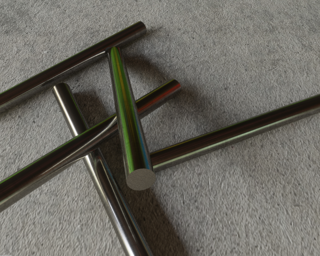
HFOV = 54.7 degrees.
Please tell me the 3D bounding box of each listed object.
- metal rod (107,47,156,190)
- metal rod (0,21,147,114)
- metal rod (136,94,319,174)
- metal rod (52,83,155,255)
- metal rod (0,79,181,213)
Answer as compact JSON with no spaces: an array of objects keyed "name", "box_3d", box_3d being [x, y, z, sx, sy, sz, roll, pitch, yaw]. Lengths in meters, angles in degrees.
[{"name":"metal rod","box_3d":[-0.045,-0.039,0.384,0.025,0.025,0.300,-9,35,-7]},{"name":"metal rod","box_3d":[-0.139,-0.097,0.483,0.025,0.025,0.302,37,59,27]},{"name":"metal rod","box_3d":[0.103,0.005,0.399,0.302,0.025,0.025,-18,53,-15]},{"name":"metal rod","box_3d":[-0.072,0.046,0.363,0.025,0.025,0.300,-22,54,-18]},{"name":"metal rod","box_3d":[-0.075,0.010,0.362,0.025,0.025,0.302,33,48,24]}]
